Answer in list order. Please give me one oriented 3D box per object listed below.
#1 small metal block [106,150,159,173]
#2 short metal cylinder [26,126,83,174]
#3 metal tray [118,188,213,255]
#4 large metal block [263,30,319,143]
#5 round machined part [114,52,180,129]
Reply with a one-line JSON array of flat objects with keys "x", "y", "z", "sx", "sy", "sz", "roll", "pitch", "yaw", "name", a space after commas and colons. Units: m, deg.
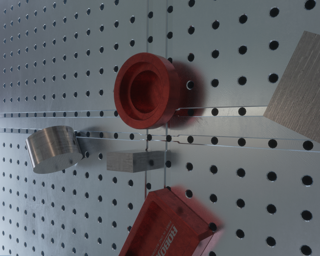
[{"x": -0.037, "y": 0.044, "z": 0.424, "sx": 0.050, "sy": 0.050, "sz": 0.025, "roll": -1, "pitch": 89, "yaw": 40, "name": "small metal block"}, {"x": -0.177, "y": 0.037, "z": 0.520, "sx": 0.080, "sy": 0.081, "sz": 0.050, "roll": -37, "pitch": 68, "yaw": 34, "name": "short metal cylinder"}, {"x": 0.001, "y": 0.156, "z": 0.404, "sx": 0.090, "sy": 0.030, "sz": 0.129, "roll": 38, "pitch": 113, "yaw": 33, "name": "metal tray"}, {"x": 0.152, "y": -0.029, "z": 0.268, "sx": 0.080, "sy": 0.050, "sz": 0.079, "roll": 33, "pitch": 110, "yaw": 35, "name": "large metal block"}, {"x": -0.012, "y": -0.047, "z": 0.408, "sx": 0.098, "sy": 0.042, "sz": 0.097, "roll": 0, "pitch": 90, "yaw": 40, "name": "round machined part"}]
